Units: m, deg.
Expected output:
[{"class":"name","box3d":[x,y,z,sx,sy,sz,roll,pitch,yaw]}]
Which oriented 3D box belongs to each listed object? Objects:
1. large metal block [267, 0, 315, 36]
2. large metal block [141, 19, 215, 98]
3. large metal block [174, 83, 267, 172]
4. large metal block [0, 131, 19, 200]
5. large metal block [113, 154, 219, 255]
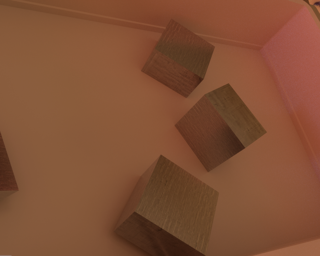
[{"class":"large metal block","box3d":[0.308,-0.277,0.731,0.081,0.050,0.080,17,55,-19]},{"class":"large metal block","box3d":[0.029,-0.106,0.472,0.080,0.050,0.080,30,52,-10]},{"class":"large metal block","box3d":[0.078,0.001,0.414,0.050,0.080,0.080,-27,77,-37]},{"class":"large metal block","box3d":[-0.175,0.026,0.253,0.080,0.050,0.080,64,9,17]},{"class":"large metal block","box3d":[0.010,0.089,0.333,0.080,0.050,0.080,34,41,-6]}]
